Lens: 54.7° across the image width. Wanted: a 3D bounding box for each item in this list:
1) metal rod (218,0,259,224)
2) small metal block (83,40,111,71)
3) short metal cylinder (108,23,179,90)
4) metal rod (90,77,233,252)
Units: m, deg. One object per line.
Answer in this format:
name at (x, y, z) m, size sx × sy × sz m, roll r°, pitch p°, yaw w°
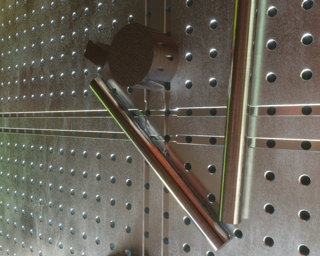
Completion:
metal rod at (0.087, -0.046, 0.336) m, size 0.025 × 0.025 × 0.298 m, roll 6°, pitch 94°, yaw 39°
small metal block at (-0.074, -0.103, 0.452) m, size 0.050 × 0.050 × 0.025 m, roll 37°, pitch 113°, yaw 33°
short metal cylinder at (-0.022, -0.092, 0.409) m, size 0.080 × 0.050 × 0.079 m, roll 0°, pitch 90°, yaw 39°
metal rod at (-0.014, 0.031, 0.418) m, size 0.300 × 0.025 × 0.025 m, roll 50°, pitch 119°, yaw 28°
